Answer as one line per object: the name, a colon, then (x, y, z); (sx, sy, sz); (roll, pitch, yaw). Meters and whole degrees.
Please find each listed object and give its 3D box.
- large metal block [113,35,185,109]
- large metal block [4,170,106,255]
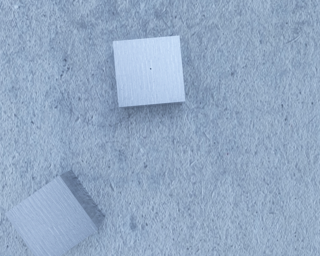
large metal block: (-0.013, -0.068, 0.397); (0.081, 0.050, 0.080); (-5, 90, 0)
large metal block: (-0.130, 0.112, 0.396); (0.080, 0.050, 0.080); (-35, 90, 0)
